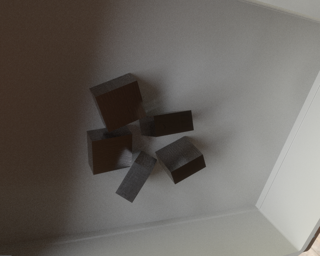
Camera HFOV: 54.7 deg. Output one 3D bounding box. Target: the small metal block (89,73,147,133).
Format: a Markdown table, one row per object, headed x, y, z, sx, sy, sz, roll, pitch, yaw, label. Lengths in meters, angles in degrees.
| x | y | z | sx | sy | sz | roll | pitch | yaw | label |
| --- | --- | --- | --- | --- | --- | --- | --- | --- | --- |
| -0.048 | -0.030 | 0.365 | 0.050 | 0.025 | 0.050 | -24 | 128 | -14 | small metal block |

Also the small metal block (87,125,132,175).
| x | y | z | sx | sy | sz | roll | pitch | yaw | label |
| --- | --- | --- | --- | --- | --- | --- | --- | --- | --- |
| -0.064 | 0.027 | 0.392 | 0.050 | 0.025 | 0.050 | -10 | 123 | -24 | small metal block |

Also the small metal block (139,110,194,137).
| x | y | z | sx | sy | sz | roll | pitch | yaw | label |
| --- | --- | --- | --- | --- | --- | --- | --- | --- | --- |
| 0.007 | -0.006 | 0.390 | 0.050 | 0.050 | 0.025 | -10 | 95 | -24 | small metal block |

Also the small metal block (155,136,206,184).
| x | y | z | sx | sy | sz | roll | pitch | yaw | label |
| --- | --- | --- | --- | --- | --- | --- | --- | --- | --- |
| 0.028 | 0.044 | 0.437 | 0.050 | 0.050 | 0.025 | -28 | 128 | -11 | small metal block |

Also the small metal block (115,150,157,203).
| x | y | z | sx | sy | sz | roll | pitch | yaw | label |
| --- | --- | --- | --- | --- | --- | --- | --- | --- | --- |
| -0.030 | 0.064 | 0.414 | 0.025 | 0.050 | 0.050 | 31 | 104 | 0 | small metal block |
